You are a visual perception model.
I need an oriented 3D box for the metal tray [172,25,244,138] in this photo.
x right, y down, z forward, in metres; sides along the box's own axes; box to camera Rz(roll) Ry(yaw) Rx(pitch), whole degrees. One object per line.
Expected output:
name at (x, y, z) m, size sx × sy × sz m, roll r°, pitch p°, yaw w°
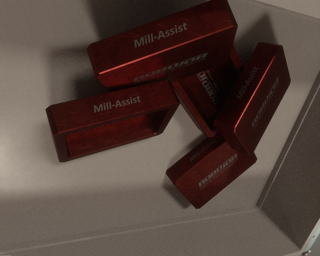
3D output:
metal tray at (0.066, -0.057, 0.407) m, size 0.090 × 0.030 × 0.130 m, roll -40°, pitch 130°, yaw -1°

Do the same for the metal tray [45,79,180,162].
metal tray at (-0.052, -0.006, 0.343) m, size 0.131 × 0.030 × 0.090 m, roll -16°, pitch 161°, yaw -20°

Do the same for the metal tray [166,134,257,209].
metal tray at (0.085, 0.060, 0.491) m, size 0.130 × 0.030 × 0.090 m, roll -39°, pitch 130°, yaw -2°

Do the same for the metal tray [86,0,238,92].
metal tray at (0.005, -0.073, 0.309) m, size 0.131 × 0.030 × 0.090 m, roll -19°, pitch 169°, yaw 3°

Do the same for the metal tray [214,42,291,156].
metal tray at (0.129, -0.037, 0.418) m, size 0.130 × 0.030 × 0.090 m, roll -59°, pitch 142°, yaw -10°
